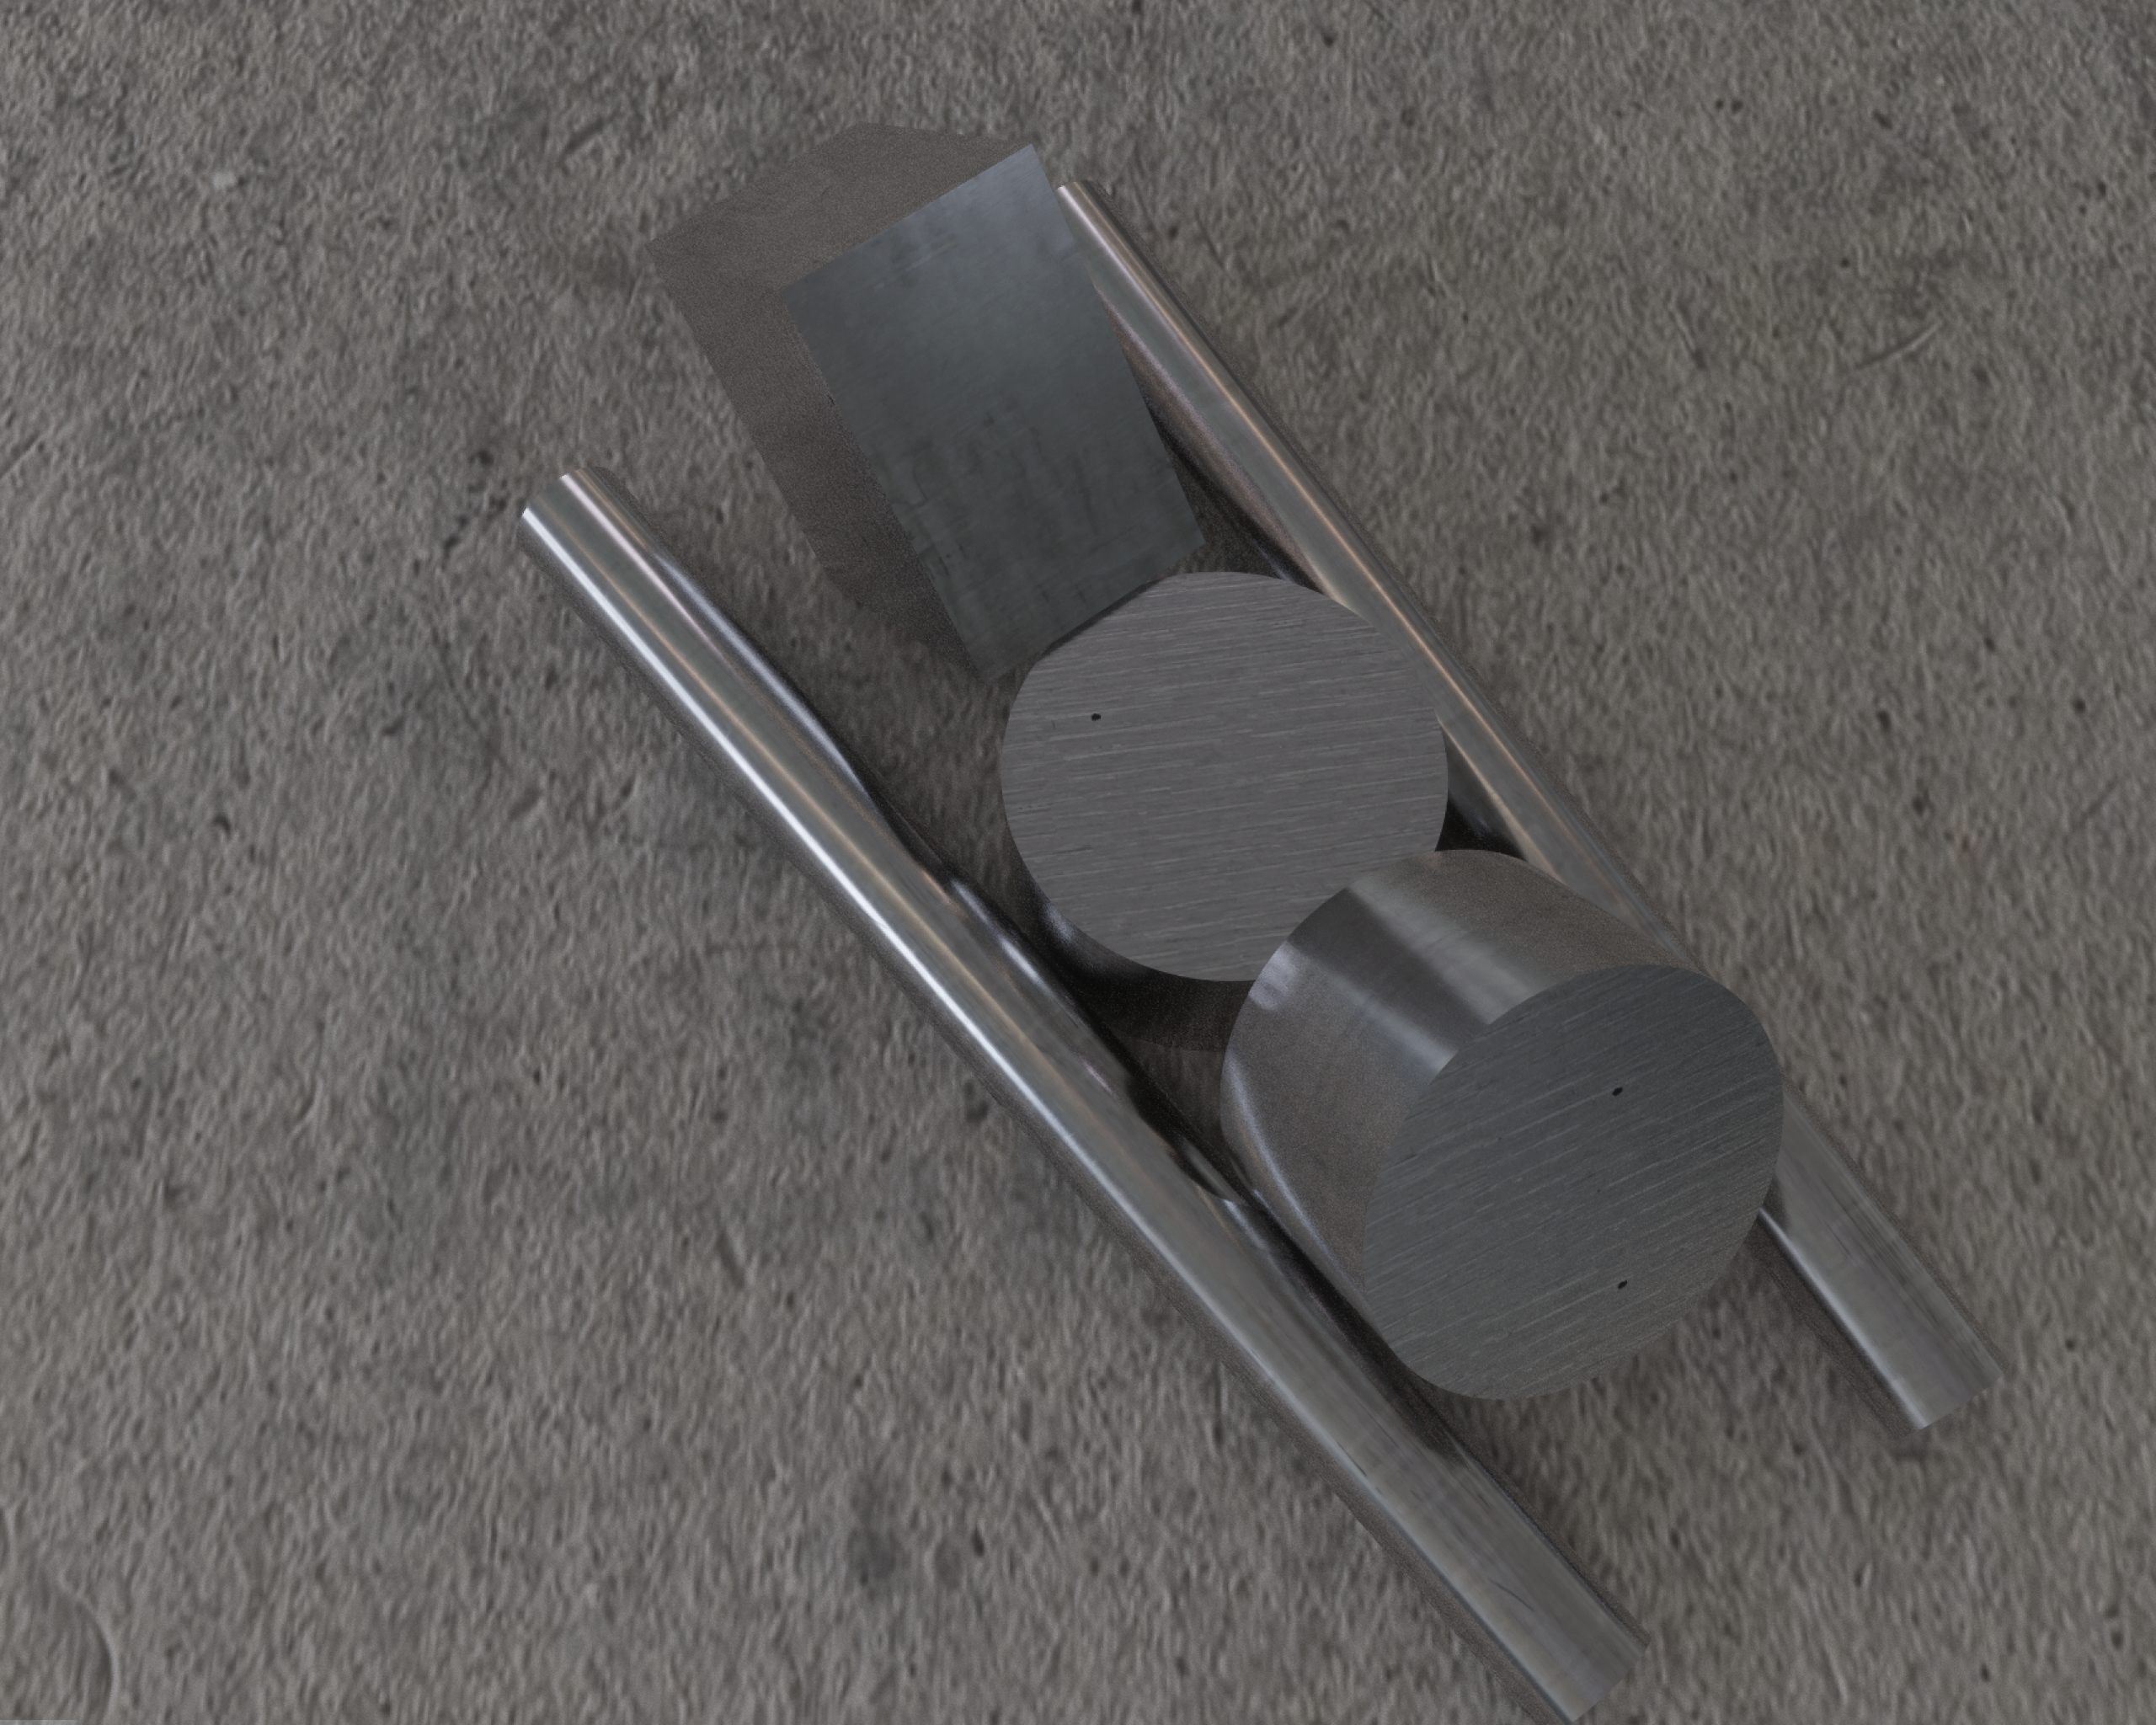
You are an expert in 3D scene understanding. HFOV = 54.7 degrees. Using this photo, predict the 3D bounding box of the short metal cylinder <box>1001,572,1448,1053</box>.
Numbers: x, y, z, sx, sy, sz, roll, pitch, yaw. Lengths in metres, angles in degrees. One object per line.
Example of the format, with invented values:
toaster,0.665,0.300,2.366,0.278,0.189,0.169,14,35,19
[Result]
short metal cylinder,0.026,-0.008,0.399,0.081,0.050,0.080,0,70,0

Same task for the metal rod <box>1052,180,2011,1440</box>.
metal rod,0.076,-0.022,0.417,0.025,0.025,0.299,-31,73,-11

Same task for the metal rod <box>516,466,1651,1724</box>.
metal rod,-0.009,0.034,0.396,0.025,0.025,0.300,-39,75,-13

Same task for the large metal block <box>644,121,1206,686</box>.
large metal block,-0.030,-0.090,0.396,0.050,0.080,0.080,-35,32,-12

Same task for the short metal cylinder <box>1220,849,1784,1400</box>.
short metal cylinder,0.072,0.044,0.358,0.080,0.080,0.050,-30,31,-10
